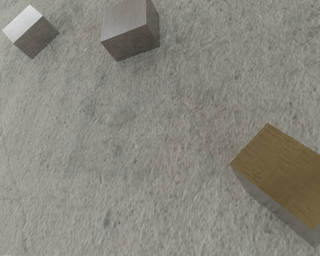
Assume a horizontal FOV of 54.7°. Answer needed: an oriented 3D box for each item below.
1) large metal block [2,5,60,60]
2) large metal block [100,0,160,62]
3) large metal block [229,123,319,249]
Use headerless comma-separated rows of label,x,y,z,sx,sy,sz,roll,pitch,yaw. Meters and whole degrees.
large metal block,-0.272,-0.202,0.651,0.080,0.050,0.080,-45,51,-4
large metal block,-0.048,-0.167,0.513,0.080,0.050,0.080,-15,56,19
large metal block,0.117,0.052,0.275,0.050,0.080,0.080,-46,52,-4
